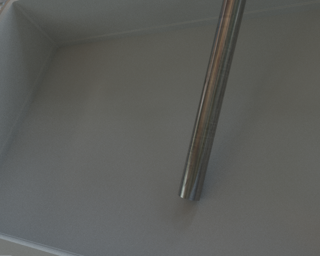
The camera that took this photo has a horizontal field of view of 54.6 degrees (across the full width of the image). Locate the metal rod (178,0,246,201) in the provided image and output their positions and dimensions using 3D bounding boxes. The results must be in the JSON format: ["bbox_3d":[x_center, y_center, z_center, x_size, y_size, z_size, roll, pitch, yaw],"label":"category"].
[{"bbox_3d":[0.065,-0.069,0.342,0.025,0.025,0.299,14,91,34],"label":"metal rod"}]
